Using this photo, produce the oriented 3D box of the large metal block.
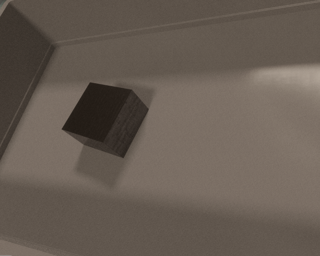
[{"bbox_3d":[-0.076,-0.013,0.435,0.080,0.050,0.080,14,69,33],"label":"large metal block"}]
